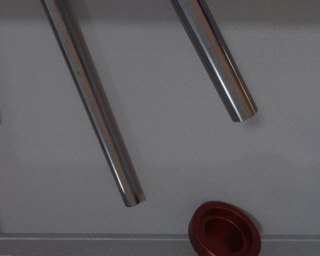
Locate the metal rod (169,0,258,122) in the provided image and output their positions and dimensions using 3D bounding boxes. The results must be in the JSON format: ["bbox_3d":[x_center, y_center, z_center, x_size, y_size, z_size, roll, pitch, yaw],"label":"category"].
[{"bbox_3d":[0.003,-0.134,0.236,0.025,0.025,0.299,-29,108,10],"label":"metal rod"}]

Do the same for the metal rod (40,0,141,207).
[{"bbox_3d":[-0.084,-0.026,0.400,0.025,0.025,0.298,-17,110,5],"label":"metal rod"}]

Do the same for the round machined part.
[{"bbox_3d":[0.086,0.155,0.433,0.099,0.098,0.042,15,124,-6],"label":"round machined part"}]
